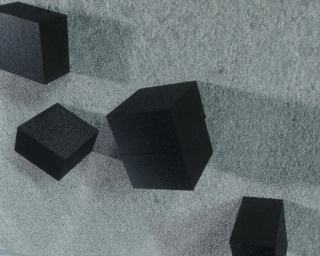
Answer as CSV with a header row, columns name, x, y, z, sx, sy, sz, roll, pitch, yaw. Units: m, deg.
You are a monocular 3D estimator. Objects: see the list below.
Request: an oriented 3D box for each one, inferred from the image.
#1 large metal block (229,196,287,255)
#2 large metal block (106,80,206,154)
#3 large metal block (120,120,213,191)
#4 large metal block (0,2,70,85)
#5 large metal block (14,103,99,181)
name,x,y,z,sx,sy,sz,roll,pitch,yaw
large metal block,0.129,0.146,0.393,0.050,0.080,0.080,-2,118,29
large metal block,-0.001,-0.013,0.363,0.080,0.080,0.050,-4,116,30
large metal block,0.011,0.031,0.383,0.080,0.080,0.050,-4,116,30
large metal block,-0.170,-0.113,0.408,0.080,0.050,0.079,20,126,16
large metal block,-0.152,0.018,0.460,0.080,0.080,0.050,33,129,6
